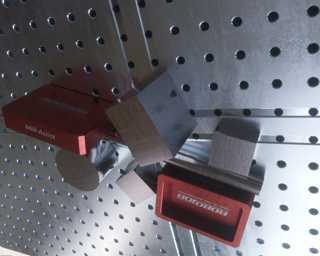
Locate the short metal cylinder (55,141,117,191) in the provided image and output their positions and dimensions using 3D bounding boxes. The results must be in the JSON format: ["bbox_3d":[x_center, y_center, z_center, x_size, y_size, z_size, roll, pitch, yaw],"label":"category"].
[{"bbox_3d":[-0.115,0.052,0.487,0.080,0.050,0.079,13,124,21],"label":"short metal cylinder"}]

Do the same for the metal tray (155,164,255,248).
[{"bbox_3d":[0.060,0.109,0.443,0.130,0.030,0.089,17,126,18],"label":"metal tray"}]

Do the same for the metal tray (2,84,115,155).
[{"bbox_3d":[-0.134,-0.017,0.428,0.130,0.090,0.030,17,125,18],"label":"metal tray"}]

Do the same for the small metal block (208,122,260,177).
[{"bbox_3d":[0.090,0.026,0.380,0.050,0.025,0.050,16,125,19],"label":"small metal block"}]

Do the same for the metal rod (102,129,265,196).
[{"bbox_3d":[-0.009,0.029,0.434,0.301,0.025,0.025,18,126,17],"label":"metal rod"}]

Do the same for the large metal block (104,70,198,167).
[{"bbox_3d":[-0.007,-0.013,0.373,0.050,0.080,0.080,-20,108,36],"label":"large metal block"}]

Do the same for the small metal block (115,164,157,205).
[{"bbox_3d":[-0.033,0.086,0.483,0.050,0.025,0.050,48,129,-6],"label":"small metal block"}]
